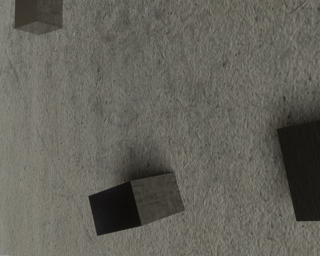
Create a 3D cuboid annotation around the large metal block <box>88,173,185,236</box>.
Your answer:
[{"bbox_3d":[-0.029,0.096,0.393,0.080,0.081,0.050,-26,74,37],"label":"large metal block"}]

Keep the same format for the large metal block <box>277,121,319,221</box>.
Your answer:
[{"bbox_3d":[0.155,0.032,0.261,0.080,0.050,0.080,-15,80,39],"label":"large metal block"}]

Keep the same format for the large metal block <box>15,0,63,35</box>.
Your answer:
[{"bbox_3d":[-0.225,-0.225,0.575,0.080,0.050,0.079,3,92,40],"label":"large metal block"}]
